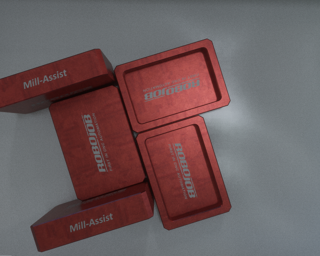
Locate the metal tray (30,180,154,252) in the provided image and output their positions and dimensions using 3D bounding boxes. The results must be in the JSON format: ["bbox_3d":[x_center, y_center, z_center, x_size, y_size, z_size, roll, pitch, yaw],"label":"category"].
[{"bbox_3d":[-0.074,0.101,0.375,0.131,0.090,0.030,-17,90,-1],"label":"metal tray"}]

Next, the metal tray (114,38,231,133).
[{"bbox_3d":[0.016,-0.054,0.407,0.131,0.030,0.090,-17,90,-1],"label":"metal tray"}]

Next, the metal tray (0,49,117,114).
[{"bbox_3d":[-0.123,-0.052,0.374,0.131,0.090,0.030,-18,90,-1],"label":"metal tray"}]

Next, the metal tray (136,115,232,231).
[{"bbox_3d":[0.030,0.057,0.408,0.090,0.030,0.129,-17,90,-1],"label":"metal tray"}]

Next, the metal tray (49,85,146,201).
[{"bbox_3d":[-0.079,0.019,0.405,0.090,0.030,0.129,-17,90,-1],"label":"metal tray"}]
